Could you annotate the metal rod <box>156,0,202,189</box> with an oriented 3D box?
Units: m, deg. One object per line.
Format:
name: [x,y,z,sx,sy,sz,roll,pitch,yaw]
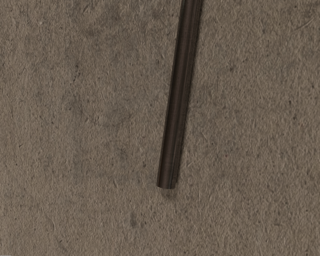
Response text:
metal rod: [0.028,-0.071,0.398,0.025,0.025,0.298,9,93,19]
